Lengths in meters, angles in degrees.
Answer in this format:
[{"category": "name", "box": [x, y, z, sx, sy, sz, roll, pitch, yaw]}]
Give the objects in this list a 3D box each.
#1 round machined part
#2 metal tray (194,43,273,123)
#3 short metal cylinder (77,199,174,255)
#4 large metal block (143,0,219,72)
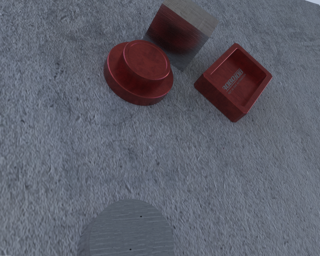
[{"category": "round machined part", "box": [-0.025, -0.083, 0.430, 0.099, 0.042, 0.098, 14, 56, -21]}, {"category": "metal tray", "box": [0.125, -0.079, 0.515, 0.090, 0.030, 0.131, 43, 51, 1]}, {"category": "short metal cylinder", "box": [-0.034, 0.115, 0.299, 0.081, 0.050, 0.080, 14, 56, -21]}, {"category": "large metal block", "box": [0.029, -0.147, 0.473, 0.080, 0.080, 0.050, 34, 51, -6]}]
